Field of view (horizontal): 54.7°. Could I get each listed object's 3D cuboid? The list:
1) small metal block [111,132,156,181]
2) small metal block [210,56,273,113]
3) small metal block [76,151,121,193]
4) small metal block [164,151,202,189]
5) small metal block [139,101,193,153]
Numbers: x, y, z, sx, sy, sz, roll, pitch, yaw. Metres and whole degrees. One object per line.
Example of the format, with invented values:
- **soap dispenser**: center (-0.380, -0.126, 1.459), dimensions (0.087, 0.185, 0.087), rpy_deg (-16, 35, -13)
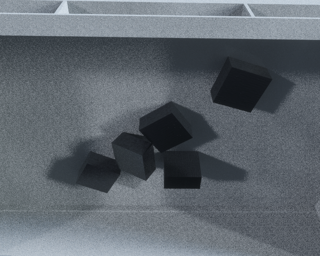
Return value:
- **small metal block**: center (-0.035, 0.039, 0.427), dimensions (0.050, 0.025, 0.050), rpy_deg (20, 136, 26)
- **small metal block**: center (0.094, -0.051, 0.367), dimensions (0.050, 0.025, 0.050), rpy_deg (14, 129, -12)
- **small metal block**: center (-0.092, 0.067, 0.465), dimensions (0.050, 0.025, 0.050), rpy_deg (22, 127, -18)
- **small metal block**: center (0.031, 0.059, 0.443), dimensions (0.050, 0.050, 0.025), rpy_deg (1, 130, -1)
- **small metal block**: center (0.008, 0.000, 0.409), dimensions (0.050, 0.025, 0.050), rpy_deg (-28, 125, 21)
